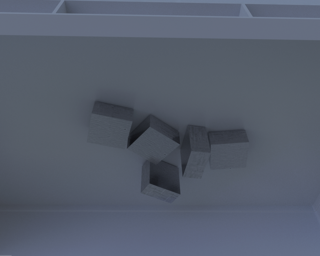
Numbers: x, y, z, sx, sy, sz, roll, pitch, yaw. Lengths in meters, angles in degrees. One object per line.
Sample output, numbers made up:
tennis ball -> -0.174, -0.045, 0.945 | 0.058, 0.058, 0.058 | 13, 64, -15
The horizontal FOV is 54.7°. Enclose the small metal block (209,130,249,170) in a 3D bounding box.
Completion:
small metal block -> 0.095, 0.031, 0.434 | 0.050, 0.025, 0.050 | -4, 130, 3

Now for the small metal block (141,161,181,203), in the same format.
small metal block -> 0.001, 0.076, 0.455 | 0.050, 0.050, 0.025 | 24, 127, -20

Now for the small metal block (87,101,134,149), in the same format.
small metal block -> -0.065, -0.003, 0.403 | 0.050, 0.025, 0.050 | 12, 129, -10

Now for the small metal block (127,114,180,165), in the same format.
small metal block -> -0.009, 0.017, 0.420 | 0.050, 0.025, 0.050 | 31, 123, -24

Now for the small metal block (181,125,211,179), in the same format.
small metal block -> 0.047, 0.032, 0.419 | 0.025, 0.050, 0.050 | 7, 130, -7
